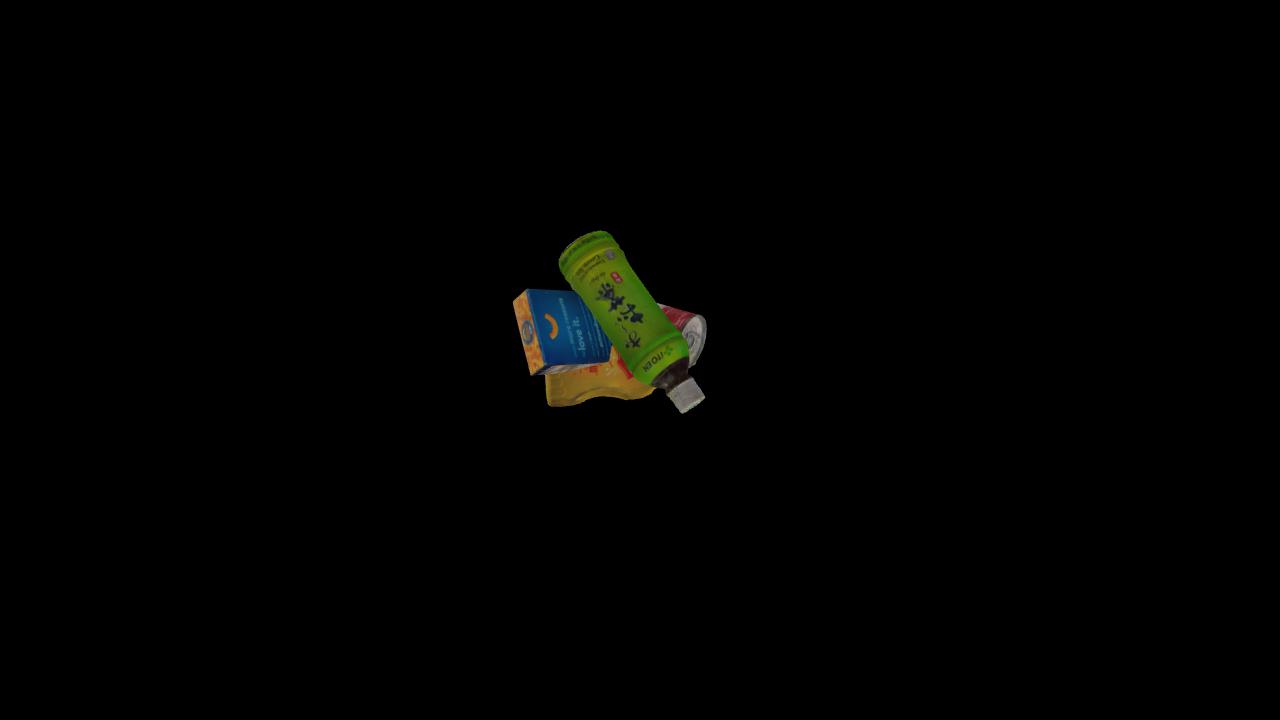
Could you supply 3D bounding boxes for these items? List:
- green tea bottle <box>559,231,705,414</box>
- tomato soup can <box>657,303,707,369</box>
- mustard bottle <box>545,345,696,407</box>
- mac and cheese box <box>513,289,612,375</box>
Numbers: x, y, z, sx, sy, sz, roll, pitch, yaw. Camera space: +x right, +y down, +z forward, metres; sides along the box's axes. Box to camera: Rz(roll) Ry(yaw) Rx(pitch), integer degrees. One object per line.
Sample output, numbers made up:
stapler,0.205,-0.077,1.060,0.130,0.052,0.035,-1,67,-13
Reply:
green tea bottle,-0.003,-0.038,0.648,0.073,0.212,0.073,-34,-14,-10
tomato soup can,0.020,-0.035,0.739,0.101,0.068,0.068,19,10,30
mustard bottle,-0.022,0.004,0.734,0.184,0.092,0.054,-4,-24,-10
mac and cheese box,-0.054,-0.034,0.732,0.184,0.093,0.041,-2,-18,-42
